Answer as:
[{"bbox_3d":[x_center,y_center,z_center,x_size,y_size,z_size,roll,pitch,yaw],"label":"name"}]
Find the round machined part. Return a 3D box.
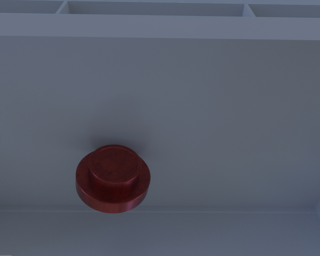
[{"bbox_3d":[-0.061,0.060,0.411,0.099,0.098,0.042,8,130,-7],"label":"round machined part"}]
